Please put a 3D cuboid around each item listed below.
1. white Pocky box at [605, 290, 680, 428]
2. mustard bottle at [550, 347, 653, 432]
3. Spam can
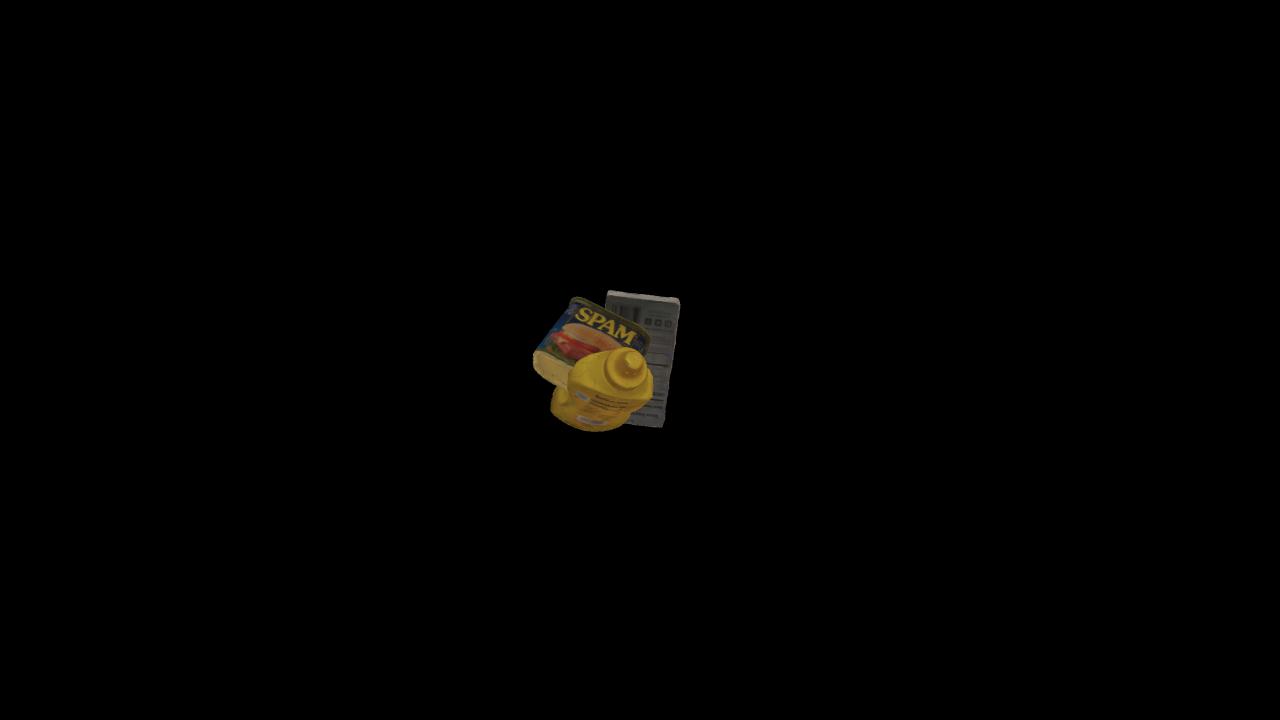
[{"bbox_3d":[-0.004,0.001,0.704,0.084,0.154,0.028,7,21,0],"label":"white Pocky box"},{"bbox_3d":[-0.034,0.029,0.647,0.092,0.054,0.184,19,-24,-12],"label":"mustard bottle"},{"bbox_3d":[-0.053,-0.007,0.662,0.101,0.085,0.058,27,-35,8],"label":"Spam can"}]
